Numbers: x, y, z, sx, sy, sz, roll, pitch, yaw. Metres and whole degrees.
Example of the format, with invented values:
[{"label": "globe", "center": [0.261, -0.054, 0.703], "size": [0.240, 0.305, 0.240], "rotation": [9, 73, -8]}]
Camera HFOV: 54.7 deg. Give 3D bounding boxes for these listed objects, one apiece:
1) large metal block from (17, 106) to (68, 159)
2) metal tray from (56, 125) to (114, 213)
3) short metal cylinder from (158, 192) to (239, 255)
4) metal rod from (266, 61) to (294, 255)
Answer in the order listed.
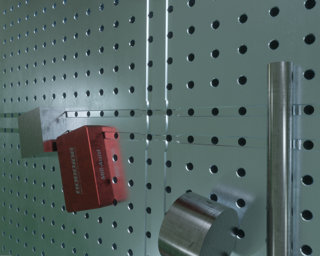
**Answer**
[{"label": "large metal block", "center": [-0.216, 0.010, 0.571], "size": [0.080, 0.050, 0.080], "rotation": [-15, 81, 39]}, {"label": "metal tray", "center": [-0.126, 0.068, 0.510], "size": [0.090, 0.030, 0.129], "rotation": [-19, 78, 38]}, {"label": "short metal cylinder", "center": [0.043, 0.117, 0.338], "size": [0.050, 0.081, 0.079], "rotation": [15, 100, 39]}, {"label": "metal rod", "center": [0.120, 0.085, 0.310], "size": [0.025, 0.025, 0.298], "rotation": [0, 90, 40]}]
